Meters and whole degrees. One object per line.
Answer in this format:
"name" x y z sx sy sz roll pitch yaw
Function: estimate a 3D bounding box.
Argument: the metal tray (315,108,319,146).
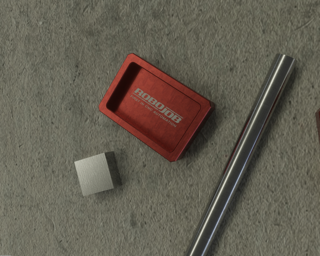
"metal tray" 0.224 0.036 0.327 0.090 0.030 0.129 -8 87 19

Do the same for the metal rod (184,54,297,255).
"metal rod" 0.089 0.055 0.377 0.025 0.025 0.298 25 98 18

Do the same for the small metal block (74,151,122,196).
"small metal block" -0.087 0.064 0.438 0.050 0.025 0.050 -18 84 18

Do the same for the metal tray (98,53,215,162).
"metal tray" -0.006 -0.028 0.407 0.130 0.030 0.090 35 101 16
